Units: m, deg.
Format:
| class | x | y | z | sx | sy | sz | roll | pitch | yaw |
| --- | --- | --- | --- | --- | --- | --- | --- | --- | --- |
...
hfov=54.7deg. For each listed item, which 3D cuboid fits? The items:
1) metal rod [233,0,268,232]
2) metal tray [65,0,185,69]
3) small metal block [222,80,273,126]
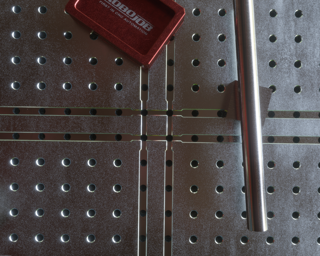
| class | x | y | z | sx | sy | sz | roll | pitch | yaw |
| --- | --- | --- | --- | --- | --- | --- | --- | --- | --- |
| metal rod | 0.113 | -0.023 | 0.389 | 0.025 | 0.025 | 0.298 | -4 | 90 | 0 |
| metal tray | -0.044 | -0.151 | 0.410 | 0.130 | 0.030 | 0.090 | 35 | 90 | 0 |
| small metal block | 0.116 | -0.032 | 0.414 | 0.050 | 0.025 | 0.050 | 14 | 90 | 0 |
